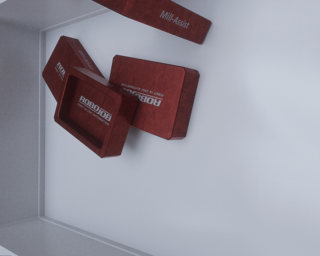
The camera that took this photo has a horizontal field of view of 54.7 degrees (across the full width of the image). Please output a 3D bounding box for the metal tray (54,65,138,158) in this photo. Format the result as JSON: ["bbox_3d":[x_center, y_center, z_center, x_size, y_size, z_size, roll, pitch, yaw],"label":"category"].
[{"bbox_3d":[-0.096,-0.026,0.439,0.130,0.030,0.089,31,109,35],"label":"metal tray"}]

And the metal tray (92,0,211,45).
[{"bbox_3d":[-0.014,-0.135,0.348,0.090,0.131,0.030,37,113,33],"label":"metal tray"}]

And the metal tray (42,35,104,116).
[{"bbox_3d":[-0.145,-0.080,0.520,0.090,0.030,0.130,-51,61,27],"label":"metal tray"}]

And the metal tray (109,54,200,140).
[{"bbox_3d":[-0.017,-0.044,0.416,0.130,0.030,0.089,20,102,38],"label":"metal tray"}]
